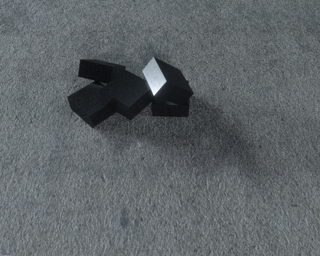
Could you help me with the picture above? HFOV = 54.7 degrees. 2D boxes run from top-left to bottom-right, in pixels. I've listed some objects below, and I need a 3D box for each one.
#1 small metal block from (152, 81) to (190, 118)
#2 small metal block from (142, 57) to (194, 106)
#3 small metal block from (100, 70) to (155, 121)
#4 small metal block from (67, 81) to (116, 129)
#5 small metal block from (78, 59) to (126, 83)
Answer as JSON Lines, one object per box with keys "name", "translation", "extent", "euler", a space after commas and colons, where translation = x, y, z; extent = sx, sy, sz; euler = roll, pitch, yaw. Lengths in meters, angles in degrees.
{"name": "small metal block", "translation": [0.015, -0.042, 0.440], "extent": [0.050, 0.025, 0.050], "euler": [2, 50, 1]}
{"name": "small metal block", "translation": [0.010, -0.061, 0.407], "extent": [0.050, 0.025, 0.050], "euler": [17, 37, -41]}
{"name": "small metal block", "translation": [-0.042, -0.044, 0.407], "extent": [0.050, 0.025, 0.050], "euler": [31, 56, 23]}
{"name": "small metal block", "translation": [-0.091, -0.034, 0.432], "extent": [0.050, 0.025, 0.050], "euler": [38, 59, 27]}
{"name": "small metal block", "translation": [-0.085, -0.084, 0.459], "extent": [0.050, 0.025, 0.050], "euler": [15, 15, 11]}
